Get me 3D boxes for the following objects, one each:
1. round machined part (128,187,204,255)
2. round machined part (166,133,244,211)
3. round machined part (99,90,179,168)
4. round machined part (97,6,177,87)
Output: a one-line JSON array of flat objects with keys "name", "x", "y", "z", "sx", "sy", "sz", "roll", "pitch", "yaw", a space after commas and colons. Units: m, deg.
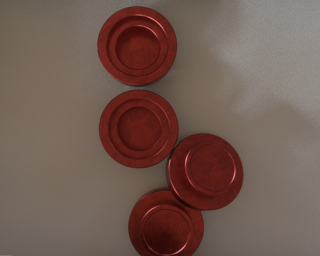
[{"name": "round machined part", "x": 0.008, "y": 0.129, "z": 0.401, "sx": 0.099, "sy": 0.042, "sz": 0.097, "roll": 0, "pitch": 87, "yaw": -1}, {"name": "round machined part", "x": 0.059, "y": 0.053, "z": 0.388, "sx": 0.099, "sy": 0.042, "sz": 0.098, "roll": 3, "pitch": 72, "yaw": -11}, {"name": "round machined part", "x": -0.026, "y": 0.001, "z": 0.403, "sx": 0.099, "sy": 0.042, "sz": 0.097, "roll": 0, "pitch": 90, "yaw": 0}, {"name": "round machined part", "x": -0.028, "y": -0.102, "z": 0.402, "sx": 0.099, "sy": 0.042, "sz": 0.097, "roll": 0, "pitch": 90, "yaw": 0}]
